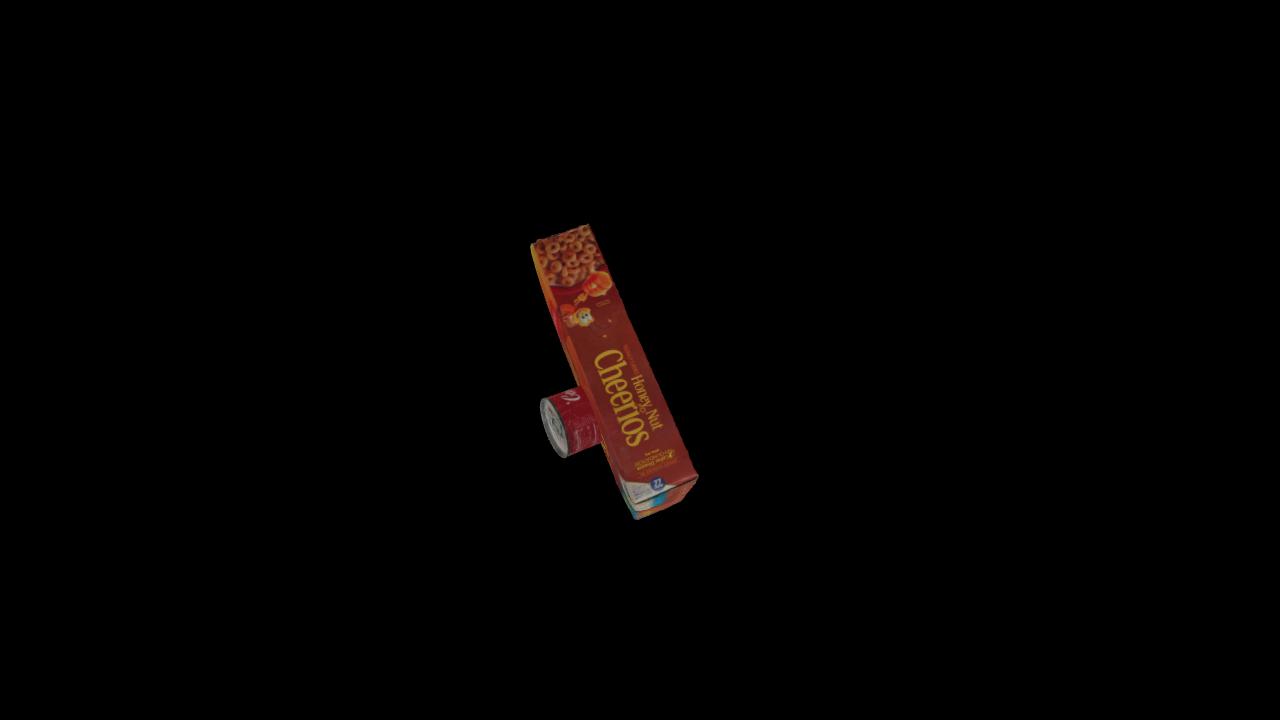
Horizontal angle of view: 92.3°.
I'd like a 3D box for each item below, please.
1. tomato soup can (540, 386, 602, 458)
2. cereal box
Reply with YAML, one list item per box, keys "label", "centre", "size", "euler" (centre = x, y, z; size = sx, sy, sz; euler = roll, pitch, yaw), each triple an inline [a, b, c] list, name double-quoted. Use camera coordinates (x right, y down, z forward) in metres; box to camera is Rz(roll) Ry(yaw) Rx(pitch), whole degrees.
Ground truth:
- label: "tomato soup can"
  centre: [-0.047, 0.056, 0.661]
  size: [0.101, 0.068, 0.068]
  euler: [-19, 8, -25]
- label: "cereal box"
  centre: [-0.032, 0.025, 0.716]
  size: [0.081, 0.306, 0.203]
  euler: [-21, -16, -6]
